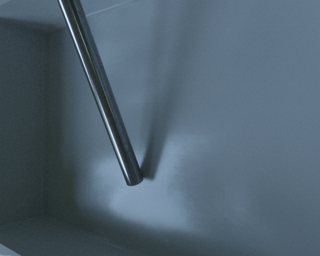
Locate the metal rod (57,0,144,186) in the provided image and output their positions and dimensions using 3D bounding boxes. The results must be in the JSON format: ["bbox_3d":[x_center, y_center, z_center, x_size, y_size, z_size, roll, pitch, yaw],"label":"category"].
[{"bbox_3d":[-0.078,-0.059,0.392,0.025,0.025,0.299,-1,115,40],"label":"metal rod"}]
